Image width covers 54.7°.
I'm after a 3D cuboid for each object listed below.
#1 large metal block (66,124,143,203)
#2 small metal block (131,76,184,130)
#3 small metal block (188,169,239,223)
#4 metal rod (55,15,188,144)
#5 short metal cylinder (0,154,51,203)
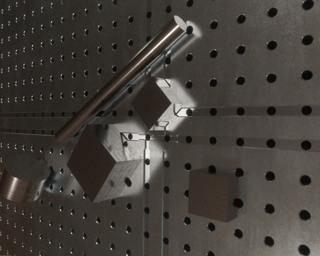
[{"bbox_3d":[-0.084,0.050,0.460,0.080,0.050,0.080,46,117,30],"label":"large metal block"},{"bbox_3d":[-0.005,-0.032,0.411,0.050,0.025,0.050,-50,61,28],"label":"small metal block"},{"bbox_3d":[0.061,0.076,0.358,0.050,0.025,0.050,3,92,39],"label":"small metal block"},{"bbox_3d":[-0.074,-0.057,0.468,0.299,0.025,0.025,-36,68,33],"label":"metal rod"},{"bbox_3d":[-0.253,0.093,0.578,0.080,0.081,0.050,41,115,32],"label":"short metal cylinder"}]
